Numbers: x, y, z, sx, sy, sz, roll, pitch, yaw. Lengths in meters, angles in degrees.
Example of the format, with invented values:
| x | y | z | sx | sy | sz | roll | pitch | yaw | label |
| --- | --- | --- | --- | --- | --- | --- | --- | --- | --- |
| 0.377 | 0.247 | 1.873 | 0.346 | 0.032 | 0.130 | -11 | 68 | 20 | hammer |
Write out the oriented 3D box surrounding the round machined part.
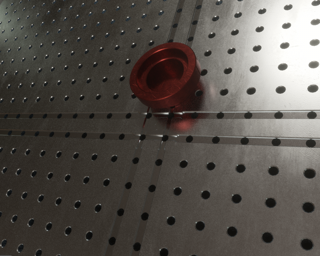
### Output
| x | y | z | sx | sy | sz | roll | pitch | yaw | label |
| --- | --- | --- | --- | --- | --- | --- | --- | --- | --- |
| 0.011 | -0.068 | 0.432 | 0.098 | 0.042 | 0.098 | -13 | 56 | 20 | round machined part |
